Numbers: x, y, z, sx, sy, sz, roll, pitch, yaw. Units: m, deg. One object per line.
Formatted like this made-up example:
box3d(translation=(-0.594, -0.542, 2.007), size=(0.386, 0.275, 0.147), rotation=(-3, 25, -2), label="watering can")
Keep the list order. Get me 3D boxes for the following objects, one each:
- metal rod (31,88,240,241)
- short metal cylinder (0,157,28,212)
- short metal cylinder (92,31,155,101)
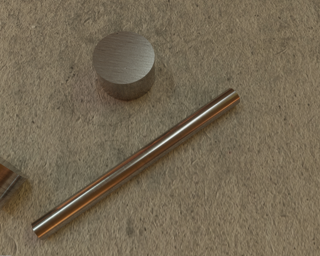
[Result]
box3d(translation=(-0.021, 0.038, 0.393), size=(0.301, 0.025, 0.025), rotation=(-34, 74, -12), label="metal rod")
box3d(translation=(-0.204, 0.055, 0.357), size=(0.080, 0.080, 0.050), rotation=(33, 74, 11), label="short metal cylinder")
box3d(translation=(-0.047, -0.084, 0.425), size=(0.081, 0.050, 0.080), rotation=(0, 70, 0), label="short metal cylinder")
